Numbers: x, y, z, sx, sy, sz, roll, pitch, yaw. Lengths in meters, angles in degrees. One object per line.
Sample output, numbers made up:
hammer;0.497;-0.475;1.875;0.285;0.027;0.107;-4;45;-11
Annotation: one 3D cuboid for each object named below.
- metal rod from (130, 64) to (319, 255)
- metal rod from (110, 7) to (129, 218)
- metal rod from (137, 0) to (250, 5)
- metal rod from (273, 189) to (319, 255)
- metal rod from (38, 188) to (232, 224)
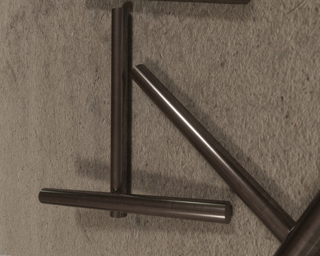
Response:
metal rod;0.056;0.022;0.357;0.300;0.025;0.025;49;119;28
metal rod;-0.059;-0.022;0.451;0.025;0.025;0.298;1;90;39
metal rod;-0.020;-0.186;0.418;0.300;0.025;0.025;21;103;37
metal rod;0.172;0.007;0.244;0.025;0.025;0.298;37;107;33
metal rod;-0.054;0.101;0.418;0.300;0.025;0.025;-3;88;30
